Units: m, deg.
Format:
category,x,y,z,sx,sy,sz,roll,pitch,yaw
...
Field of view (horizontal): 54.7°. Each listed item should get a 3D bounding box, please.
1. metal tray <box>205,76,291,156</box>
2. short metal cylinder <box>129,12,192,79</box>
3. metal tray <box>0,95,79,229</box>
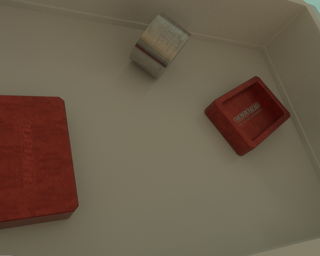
category,x,y,z,sx,sy,sz,roll,pitch,yaw
metal tray,0.143,-0.023,0.496,0.131,0.030,0.090,-30,79,-38
short metal cylinder,0.001,-0.116,0.443,0.050,0.080,0.080,37,51,-4
metal tray,-0.138,0.029,0.311,0.091,0.030,0.130,-1,62,-29
